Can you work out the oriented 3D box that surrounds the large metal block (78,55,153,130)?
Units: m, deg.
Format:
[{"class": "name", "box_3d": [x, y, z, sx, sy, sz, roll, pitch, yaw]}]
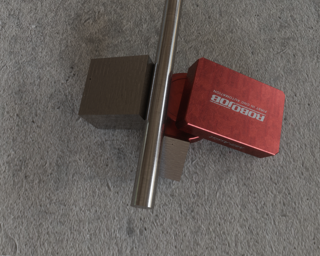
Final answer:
[{"class": "large metal block", "box_3d": [-0.049, -0.044, 0.400, 0.080, 0.050, 0.080, 0, 69, 19]}]

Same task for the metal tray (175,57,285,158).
[{"class": "metal tray", "box_3d": [0.092, -0.023, 0.392, 0.131, 0.030, 0.090, 19, 71, -15]}]

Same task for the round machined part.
[{"class": "round machined part", "box_3d": [0.032, -0.031, 0.412, 0.099, 0.042, 0.098, 0, 70, 0]}]

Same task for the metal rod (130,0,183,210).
[{"class": "metal rod", "box_3d": [0.001, -0.053, 0.384, 0.025, 0.025, 0.299, 7, 68, 2]}]

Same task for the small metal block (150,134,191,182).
[{"class": "small metal block", "box_3d": [0.007, 0.034, 0.387, 0.050, 0.025, 0.050, 15, 96, 6]}]
